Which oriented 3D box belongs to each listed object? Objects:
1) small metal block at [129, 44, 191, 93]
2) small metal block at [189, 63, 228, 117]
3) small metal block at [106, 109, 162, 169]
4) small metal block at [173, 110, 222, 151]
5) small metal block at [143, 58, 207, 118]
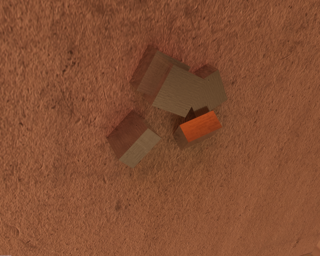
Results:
[{"bbox_3d":[0.000,-0.063,0.367,0.050,0.025,0.050,18,109,-35],"label":"small metal block"},{"bbox_3d":[0.056,-0.048,0.407,0.050,0.025,0.050,-33,129,-7],"label":"small metal block"},{"bbox_3d":[-0.033,0.012,0.380,0.050,0.050,0.025,-47,129,5],"label":"small metal block"},{"bbox_3d":[0.049,0.005,0.419,0.050,0.025,0.050,-24,168,-14],"label":"small metal block"},{"bbox_3d":[0.017,-0.045,0.356,0.050,0.025,0.050,18,109,-35],"label":"small metal block"}]
